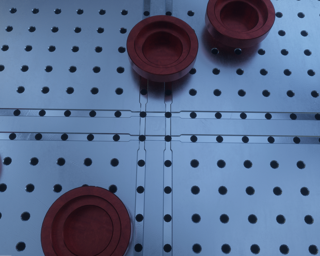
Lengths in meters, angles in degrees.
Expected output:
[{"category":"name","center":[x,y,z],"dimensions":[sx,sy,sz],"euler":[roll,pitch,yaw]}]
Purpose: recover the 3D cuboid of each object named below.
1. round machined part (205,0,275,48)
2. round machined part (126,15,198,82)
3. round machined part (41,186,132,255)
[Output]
[{"category":"round machined part","center":[0.116,-0.160,0.463],"dimensions":[0.099,0.042,0.098],"euler":[0,70,-1]},{"category":"round machined part","center":[0.003,-0.108,0.442],"dimensions":[0.099,0.042,0.098],"euler":[0,70,-1]},{"category":"round machined part","center":[-0.081,0.119,0.358],"dimensions":[0.099,0.042,0.098],"euler":[0,70,-1]}]
